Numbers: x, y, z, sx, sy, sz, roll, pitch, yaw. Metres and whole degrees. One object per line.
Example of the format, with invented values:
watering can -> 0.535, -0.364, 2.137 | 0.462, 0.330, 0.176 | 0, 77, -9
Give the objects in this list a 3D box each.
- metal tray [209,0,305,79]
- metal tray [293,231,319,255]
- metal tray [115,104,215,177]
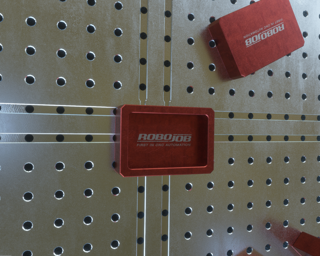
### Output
metal tray -> 0.148, -0.140, 0.466 | 0.131, 0.030, 0.090 | -28, 100, -18
metal tray -> 0.284, 0.225, 0.485 | 0.130, 0.090, 0.030 | 44, 76, -15
metal tray -> 0.008, 0.016, 0.413 | 0.131, 0.030, 0.089 | 1, 90, -21
